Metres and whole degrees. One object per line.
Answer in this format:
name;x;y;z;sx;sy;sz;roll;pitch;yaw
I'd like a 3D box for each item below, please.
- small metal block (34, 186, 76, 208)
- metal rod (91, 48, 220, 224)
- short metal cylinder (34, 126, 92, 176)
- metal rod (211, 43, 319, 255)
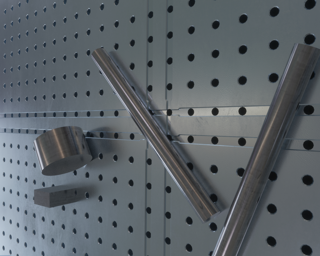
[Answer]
small metal block;-0.185;0.120;0.546;0.050;0.050;0.025;-2;89;40
metal rod;-0.018;-0.006;0.424;0.025;0.025;0.299;-50;61;28
short metal cylinder;-0.157;0.038;0.503;0.080;0.081;0.050;-36;68;34
metal rod;0.097;0.062;0.328;0.025;0.025;0.298;27;107;36
